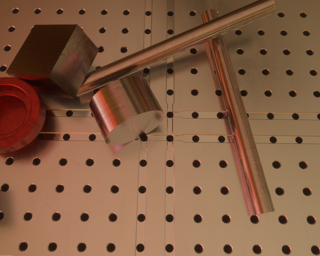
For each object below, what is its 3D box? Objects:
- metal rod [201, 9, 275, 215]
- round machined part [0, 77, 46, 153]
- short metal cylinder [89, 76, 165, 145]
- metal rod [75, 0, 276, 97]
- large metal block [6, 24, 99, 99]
[{"bbox_3d":[0.101,-0.035,0.425,0.025,0.025,0.299,-9,70,-3],"label":"metal rod"},{"bbox_3d":[-0.199,-0.014,0.406,0.099,0.042,0.098,0,70,0],"label":"round machined part"},{"bbox_3d":[-0.041,-0.020,0.389,0.080,0.080,0.050,-25,72,-9],"label":"short metal cylinder"},{"bbox_3d":[0.019,-0.114,0.434,0.301,0.025,0.025,-23,72,-1],"label":"metal rod"},{"bbox_3d":[-0.142,-0.090,0.415,0.080,0.050,0.080,10,68,29],"label":"large metal block"}]
